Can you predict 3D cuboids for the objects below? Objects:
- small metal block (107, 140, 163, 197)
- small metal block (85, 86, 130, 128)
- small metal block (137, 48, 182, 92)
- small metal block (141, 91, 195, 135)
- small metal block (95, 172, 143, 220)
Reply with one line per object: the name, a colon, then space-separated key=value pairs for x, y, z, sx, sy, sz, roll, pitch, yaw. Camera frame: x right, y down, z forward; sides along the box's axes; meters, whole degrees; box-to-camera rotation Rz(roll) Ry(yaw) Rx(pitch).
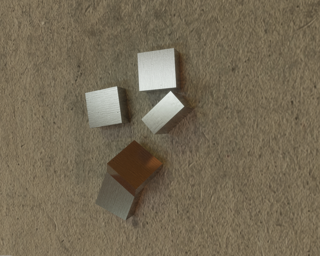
small metal block: x=-0.034 y=0.052 z=0.406 sx=0.050 sy=0.025 sz=0.050 roll=39 pitch=59 yaw=16
small metal block: x=-0.073 y=-0.028 z=0.435 sx=0.050 sy=0.025 sz=0.050 roll=-9 pitch=87 yaw=19
small metal block: x=0.000 y=-0.075 z=0.409 sx=0.050 sy=0.025 sz=0.050 roll=-3 pitch=89 yaw=20
small metal block: x=0.011 y=-0.018 z=0.392 sx=0.050 sy=0.050 sz=0.025 roll=-43 pitch=77 yaw=15
small metal block: x=-0.055 y=0.091 z=0.428 sx=0.050 sy=0.025 sz=0.050 roll=23 pitch=98 yaw=18
